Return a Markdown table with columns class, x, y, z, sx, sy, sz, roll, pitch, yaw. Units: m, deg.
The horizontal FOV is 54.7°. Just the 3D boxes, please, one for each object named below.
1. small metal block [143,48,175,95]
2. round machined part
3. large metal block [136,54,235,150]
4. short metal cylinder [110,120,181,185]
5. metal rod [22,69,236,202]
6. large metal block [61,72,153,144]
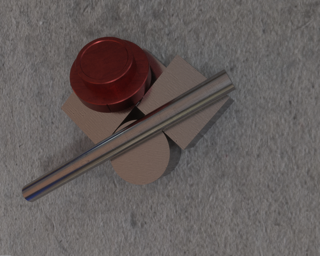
| class | x | y | z | sx | sy | sz | roll | pitch | yaw |
| --- | --- | --- | --- | --- | --- | --- | --- | --- | --- |
| small metal block | -0.015 | -0.069 | 0.414 | 0.050 | 0.025 | 0.050 | 44 | 103 | 14 |
| round machined part | -0.062 | -0.071 | 0.375 | 0.099 | 0.042 | 0.098 | -3 | 64 | 6 |
| large metal block | 0.032 | -0.031 | 0.385 | 0.080 | 0.050 | 0.080 | 43 | 103 | 14 |
| short metal cylinder | -0.018 | 0.029 | 0.402 | 0.080 | 0.050 | 0.079 | 0 | 90 | 19 |
| metal rod | -0.050 | 0.018 | 0.374 | 0.300 | 0.025 | 0.025 | -29 | 81 | 17 |
| large metal block | -0.071 | -0.029 | 0.420 | 0.080 | 0.050 | 0.080 | 44 | 103 | 14 |
